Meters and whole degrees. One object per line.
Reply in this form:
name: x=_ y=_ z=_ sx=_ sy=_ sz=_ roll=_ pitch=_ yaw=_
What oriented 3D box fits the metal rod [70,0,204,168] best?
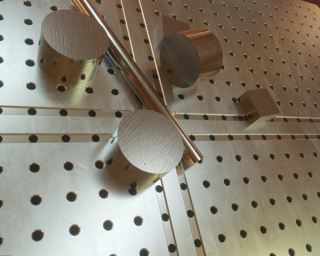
metal rod: x=-0.038 y=-0.075 z=0.433 sx=0.025 sy=0.025 sz=0.299 roll=-27 pitch=77 yaw=-37

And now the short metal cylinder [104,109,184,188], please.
short metal cylinder: x=-0.020 y=0.025 z=0.366 sx=0.081 sy=0.050 sz=0.080 roll=14 pitch=56 yaw=-21

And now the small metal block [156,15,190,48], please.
small metal block: x=0.022 y=-0.153 z=0.513 sx=0.050 sy=0.025 sz=0.050 roll=11 pitch=57 yaw=-22

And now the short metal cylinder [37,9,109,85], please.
short metal cylinder: x=-0.111 y=-0.102 z=0.394 sx=0.081 sy=0.050 sz=0.080 roll=14 pitch=56 yaw=-21

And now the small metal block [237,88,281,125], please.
small metal block: x=0.166 y=-0.037 z=0.519 sx=0.050 sy=0.025 sz=0.050 roll=-11 pitch=67 yaw=-33

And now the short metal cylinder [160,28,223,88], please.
short metal cylinder: x=0.046 y=-0.105 z=0.461 sx=0.050 sy=0.080 sz=0.080 roll=-25 pitch=76 yaw=-37
